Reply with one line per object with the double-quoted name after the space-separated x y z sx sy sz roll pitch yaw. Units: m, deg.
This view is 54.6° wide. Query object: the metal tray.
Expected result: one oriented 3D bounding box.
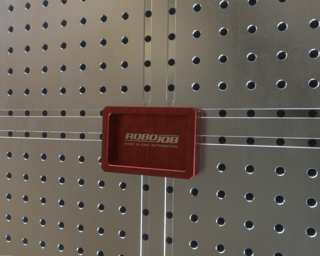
-0.013 0.017 0.414 0.130 0.030 0.090 2 91 20 "metal tray"
